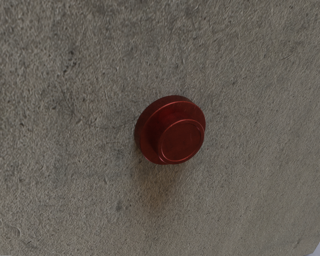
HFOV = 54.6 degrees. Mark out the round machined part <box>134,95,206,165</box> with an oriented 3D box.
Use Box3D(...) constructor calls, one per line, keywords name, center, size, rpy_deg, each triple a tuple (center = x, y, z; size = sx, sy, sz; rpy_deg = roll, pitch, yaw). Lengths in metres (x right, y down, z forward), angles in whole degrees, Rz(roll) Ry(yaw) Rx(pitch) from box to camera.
Box3D(name="round machined part", center=(0.019, 0.009, 0.411), size=(0.099, 0.042, 0.097), rpy_deg=(-14, 124, -21))
